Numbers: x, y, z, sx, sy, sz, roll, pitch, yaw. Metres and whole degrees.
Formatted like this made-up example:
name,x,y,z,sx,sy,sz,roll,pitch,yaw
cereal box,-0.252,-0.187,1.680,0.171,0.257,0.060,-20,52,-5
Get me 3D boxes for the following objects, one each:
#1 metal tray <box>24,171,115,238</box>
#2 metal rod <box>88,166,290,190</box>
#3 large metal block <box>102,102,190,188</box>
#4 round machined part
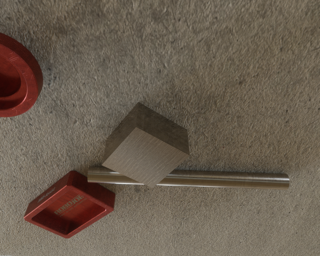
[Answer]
name,x,y,z,sx,sy,sz,roll,pitch,yaw
metal tray,-0.149,0.131,0.513,0.130,0.030,0.090,-36,122,26
metal rod,0.044,0.076,0.472,0.302,0.025,0.025,3,130,-3
large metal block,-0.019,0.025,0.412,0.080,0.050,0.080,29,124,-23
round machined part,-0.179,-0.062,0.341,0.099,0.042,0.097,0,130,0
